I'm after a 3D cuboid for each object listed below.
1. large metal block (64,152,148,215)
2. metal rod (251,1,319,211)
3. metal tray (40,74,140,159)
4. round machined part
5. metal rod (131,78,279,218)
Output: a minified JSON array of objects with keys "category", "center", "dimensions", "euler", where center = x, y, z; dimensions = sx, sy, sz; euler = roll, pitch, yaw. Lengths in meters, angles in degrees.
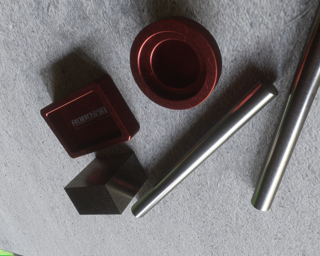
[{"category":"large metal block","center":[-0.079,0.082,0.462],"dimensions":[0.080,0.080,0.050],"euler":[-11,113,32]},{"category":"metal rod","center":[0.141,-0.027,0.315],"dimensions":[0.025,0.025,0.298],"euler":[18,125,18]},{"category":"metal tray","center":[-0.103,-0.012,0.448],"dimensions":[0.130,0.030,0.090],"euler":[-19,109,35]},{"category":"round machined part","center":[0.020,-0.073,0.340],"dimensions":[0.098,0.042,0.097],"euler":[13,124,20]},{"category":"metal rod","center":[0.038,0.046,0.413],"dimensions":[0.025,0.025,0.298],"euler":[40,129,0]}]
